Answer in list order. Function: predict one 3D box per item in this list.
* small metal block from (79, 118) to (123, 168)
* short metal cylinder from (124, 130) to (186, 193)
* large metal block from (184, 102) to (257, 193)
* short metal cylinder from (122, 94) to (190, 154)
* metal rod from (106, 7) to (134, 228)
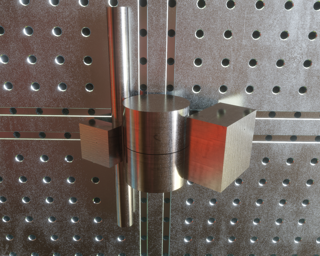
[{"bbox_3d":[-0.077,0.019,0.403,0.050,0.025,0.050,13,113,32],"label":"small metal block"},{"bbox_3d":[-0.005,0.040,0.394,0.081,0.080,0.050,1,110,-1],"label":"short metal cylinder"},{"bbox_3d":[0.074,0.020,0.380,0.050,0.081,0.079,16,115,35],"label":"large metal block"},{"bbox_3d":[-0.005,-0.007,0.377,0.081,0.080,0.050,1,110,-1],"label":"short metal cylinder"},{"bbox_3d":[-0.050,0.000,0.408,0.025,0.025,0.298,0,110,0],"label":"metal rod"}]
